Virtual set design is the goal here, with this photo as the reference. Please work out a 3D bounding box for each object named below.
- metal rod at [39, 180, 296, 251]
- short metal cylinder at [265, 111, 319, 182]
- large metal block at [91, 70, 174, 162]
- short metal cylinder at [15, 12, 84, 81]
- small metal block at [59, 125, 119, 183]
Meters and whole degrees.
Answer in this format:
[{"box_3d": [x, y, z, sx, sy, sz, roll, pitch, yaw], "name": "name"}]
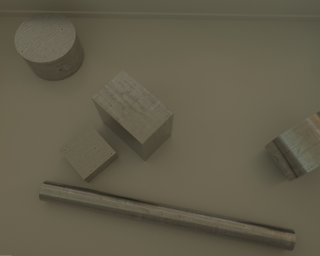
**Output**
[{"box_3d": [0.006, 0.104, 0.371, 0.302, 0.025, 0.025, 10, 70, 3], "name": "metal rod"}, {"box_3d": [0.176, 0.022, 0.374, 0.080, 0.080, 0.050, -28, 73, -10], "name": "short metal cylinder"}, {"box_3d": [-0.031, -0.012, 0.384, 0.080, 0.080, 0.050, 42, 75, 13], "name": "large metal block"}, {"box_3d": [-0.153, -0.113, 0.436, 0.081, 0.050, 0.080, 0, 70, 0], "name": "short metal cylinder"}, {"box_3d": [-0.090, 0.033, 0.396, 0.050, 0.025, 0.050, -41, 75, -14], "name": "small metal block"}]
